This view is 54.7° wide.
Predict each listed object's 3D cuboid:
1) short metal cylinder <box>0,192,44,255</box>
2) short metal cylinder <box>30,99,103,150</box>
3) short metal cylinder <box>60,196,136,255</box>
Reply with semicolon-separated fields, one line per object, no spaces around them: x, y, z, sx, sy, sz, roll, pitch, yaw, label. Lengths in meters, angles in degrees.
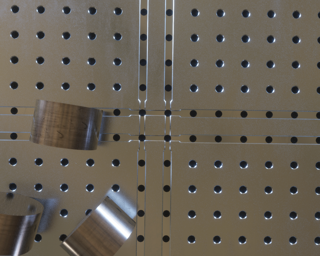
-0.192;0.117;0.383;0.080;0.080;0.050;16;90;-1;short metal cylinder
-0.115;-0.004;0.384;0.080;0.080;0.050;9;90;-1;short metal cylinder
-0.076;0.131;0.385;0.050;0.080;0.080;44;90;-1;short metal cylinder
